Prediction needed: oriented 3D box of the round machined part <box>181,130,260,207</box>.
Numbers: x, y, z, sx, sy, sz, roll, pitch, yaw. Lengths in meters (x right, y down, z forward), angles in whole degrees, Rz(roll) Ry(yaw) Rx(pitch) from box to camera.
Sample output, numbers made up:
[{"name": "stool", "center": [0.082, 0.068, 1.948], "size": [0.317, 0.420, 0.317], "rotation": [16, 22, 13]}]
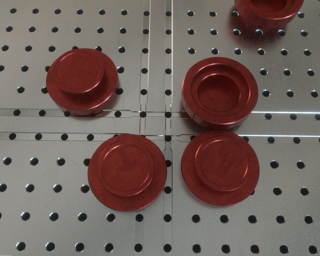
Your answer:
[{"name": "round machined part", "center": [0.076, 0.048, 0.386], "size": [0.099, 0.042, 0.098], "rotation": [0, 70, -1]}]

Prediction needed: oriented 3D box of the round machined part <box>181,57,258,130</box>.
[{"name": "round machined part", "center": [0.078, -0.043, 0.420], "size": [0.099, 0.042, 0.098], "rotation": [0, 70, -1]}]

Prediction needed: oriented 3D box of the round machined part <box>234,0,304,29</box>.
[{"name": "round machined part", "center": [0.163, -0.193, 0.475], "size": [0.099, 0.042, 0.098], "rotation": [0, 70, -1]}]

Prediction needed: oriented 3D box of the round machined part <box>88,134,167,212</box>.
[{"name": "round machined part", "center": [-0.040, 0.053, 0.383], "size": [0.099, 0.042, 0.098], "rotation": [0, 70, -1]}]

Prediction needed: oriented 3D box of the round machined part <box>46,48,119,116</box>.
[{"name": "round machined part", "center": [-0.108, -0.069, 0.427], "size": [0.099, 0.042, 0.098], "rotation": [0, 70, -1]}]
